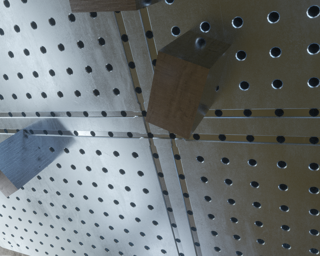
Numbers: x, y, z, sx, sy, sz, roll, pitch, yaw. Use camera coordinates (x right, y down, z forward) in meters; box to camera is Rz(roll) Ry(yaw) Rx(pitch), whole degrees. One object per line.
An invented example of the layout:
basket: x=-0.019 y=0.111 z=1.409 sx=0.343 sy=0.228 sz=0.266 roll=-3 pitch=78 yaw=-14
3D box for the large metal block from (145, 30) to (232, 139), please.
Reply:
large metal block: x=0.031 y=-0.048 z=0.330 sx=0.050 sy=0.080 sz=0.079 roll=23 pitch=127 yaw=14

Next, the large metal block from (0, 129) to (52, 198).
large metal block: x=-0.258 y=0.062 z=0.551 sx=0.050 sy=0.080 sz=0.080 roll=-30 pitch=102 yaw=38

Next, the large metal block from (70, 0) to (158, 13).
large metal block: x=-0.053 y=-0.167 z=0.321 sx=0.080 sy=0.050 sz=0.080 roll=8 pitch=122 yaw=24
